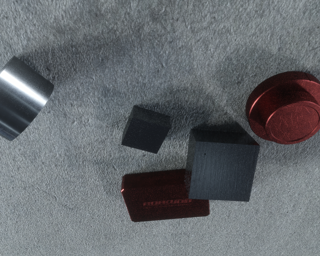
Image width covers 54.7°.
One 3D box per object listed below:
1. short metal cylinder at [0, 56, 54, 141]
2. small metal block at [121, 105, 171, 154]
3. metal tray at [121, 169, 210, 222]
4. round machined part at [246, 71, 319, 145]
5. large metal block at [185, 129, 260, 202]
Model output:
[{"bbox_3d":[-0.164,-0.032,0.341,0.080,0.080,0.050,-35,122,25],"label":"short metal cylinder"},{"bbox_3d":[-0.019,0.003,0.410,0.050,0.025,0.050,16,128,-14],"label":"small metal block"},{"bbox_3d":[0.011,0.109,0.497,0.131,0.030,0.089,-6,130,4],"label":"metal tray"},{"bbox_3d":[0.160,-0.018,0.384,0.099,0.042,0.097,-1,130,0],"label":"round machined part"},{"bbox_3d":[0.080,0.049,0.416,0.081,0.050,0.079,4,107,-4],"label":"large metal block"}]
